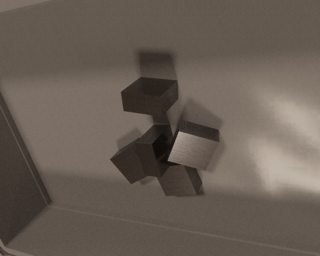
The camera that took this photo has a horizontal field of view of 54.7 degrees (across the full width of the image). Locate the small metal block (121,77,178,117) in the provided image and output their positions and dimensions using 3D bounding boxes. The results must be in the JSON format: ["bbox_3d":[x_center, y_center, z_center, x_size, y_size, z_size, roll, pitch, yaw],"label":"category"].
[{"bbox_3d":[-0.011,-0.039,0.373,0.050,0.050,0.025,9,122,23],"label":"small metal block"}]

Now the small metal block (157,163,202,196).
[{"bbox_3d":[0.025,0.067,0.436,0.050,0.025,0.050,-11,113,32],"label":"small metal block"}]

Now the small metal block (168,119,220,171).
[{"bbox_3d":[0.041,0.022,0.390,0.050,0.025,0.050,15,127,-4],"label":"small metal block"}]

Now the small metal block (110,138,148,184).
[{"bbox_3d":[-0.037,0.049,0.457,0.050,0.025,0.050,-32,101,38],"label":"small metal block"}]

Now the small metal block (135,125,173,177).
[{"bbox_3d":[-0.003,0.029,0.410,0.025,0.050,0.050,1,119,31],"label":"small metal block"}]
